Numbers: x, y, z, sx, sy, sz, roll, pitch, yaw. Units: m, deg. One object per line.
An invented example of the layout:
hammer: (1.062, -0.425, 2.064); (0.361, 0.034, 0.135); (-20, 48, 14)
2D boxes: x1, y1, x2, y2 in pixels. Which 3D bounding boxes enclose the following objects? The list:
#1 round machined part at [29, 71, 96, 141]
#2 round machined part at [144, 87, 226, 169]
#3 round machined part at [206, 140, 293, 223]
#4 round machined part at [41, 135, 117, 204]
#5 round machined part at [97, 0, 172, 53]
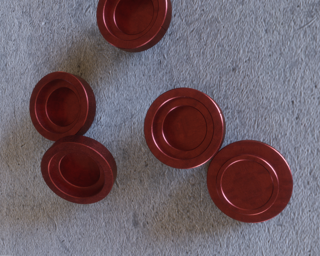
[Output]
round machined part: (-0.135, -0.030, 0.447); (0.098, 0.042, 0.097); (0, 90, 20)
round machined part: (0.033, 0.000, 0.388); (0.098, 0.042, 0.097); (0, 90, 20)
round machined part: (0.103, 0.063, 0.363); (0.098, 0.042, 0.097); (0, 90, 20)
round machined part: (-0.106, 0.052, 0.424); (0.099, 0.042, 0.097); (3, 116, 7)
round machined part: (-0.030, -0.149, 0.411); (0.098, 0.042, 0.097); (0, 90, 20)
